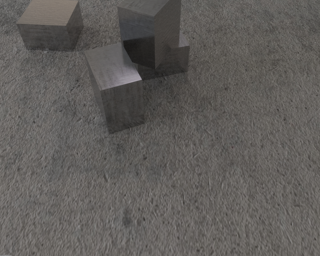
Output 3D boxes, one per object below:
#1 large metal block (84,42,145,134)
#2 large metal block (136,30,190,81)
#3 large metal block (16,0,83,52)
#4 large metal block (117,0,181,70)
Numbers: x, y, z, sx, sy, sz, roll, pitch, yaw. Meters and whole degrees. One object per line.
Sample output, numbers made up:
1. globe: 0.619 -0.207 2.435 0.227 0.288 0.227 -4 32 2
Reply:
1. large metal block: -0.059 -0.052 0.411 0.050 0.080 0.080 -17 52 -14
2. large metal block: -0.006 -0.126 0.493 0.081 0.050 0.080 -13 51 -11
3. large metal block: -0.185 -0.178 0.536 0.080 0.050 0.080 3 50 3
4. large metal block: -0.011 -0.141 0.421 0.050 0.080 0.080 21 53 16
